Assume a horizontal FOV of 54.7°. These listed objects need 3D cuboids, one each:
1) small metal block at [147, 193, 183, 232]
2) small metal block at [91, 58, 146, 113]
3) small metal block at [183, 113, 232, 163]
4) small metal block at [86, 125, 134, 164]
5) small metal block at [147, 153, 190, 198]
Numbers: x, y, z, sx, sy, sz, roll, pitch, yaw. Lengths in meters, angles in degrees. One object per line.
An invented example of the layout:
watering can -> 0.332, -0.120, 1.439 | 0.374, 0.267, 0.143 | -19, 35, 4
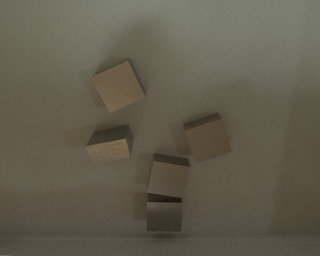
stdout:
small metal block -> 0.006, 0.124, 0.457 | 0.050, 0.025, 0.050 | 1, 110, -1
small metal block -> -0.051, -0.054, 0.391 | 0.050, 0.025, 0.050 | -23, 109, 8
small metal block -> 0.064, 0.013, 0.417 | 0.050, 0.025, 0.050 | -19, 109, 6
small metal block -> -0.064, 0.020, 0.405 | 0.050, 0.050, 0.025 | -11, 110, 3
small metal block -> 0.011, 0.067, 0.436 | 0.050, 0.025, 0.050 | 10, 110, -4
